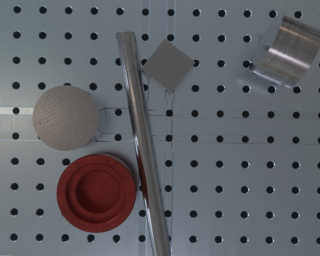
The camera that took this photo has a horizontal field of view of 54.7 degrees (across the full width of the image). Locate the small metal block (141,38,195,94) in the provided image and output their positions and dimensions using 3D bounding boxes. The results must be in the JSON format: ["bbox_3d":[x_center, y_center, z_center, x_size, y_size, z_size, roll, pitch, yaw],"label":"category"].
[{"bbox_3d":[0.011,-0.081,0.413,0.050,0.025,0.050,38,90,0],"label":"small metal block"}]

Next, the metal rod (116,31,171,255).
[{"bbox_3d":[-0.021,0.023,0.413,0.025,0.025,0.298,-9,90,0],"label":"metal rod"}]

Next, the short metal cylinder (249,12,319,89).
[{"bbox_3d":[0.154,-0.096,0.387,0.050,0.080,0.080,24,90,0],"label":"short metal cylinder"}]

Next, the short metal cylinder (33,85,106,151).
[{"bbox_3d":[-0.114,-0.012,0.400,0.081,0.050,0.079,0,90,0],"label":"short metal cylinder"}]

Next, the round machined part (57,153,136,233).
[{"bbox_3d":[-0.079,0.081,0.404,0.099,0.042,0.097,0,90,0],"label":"round machined part"}]
